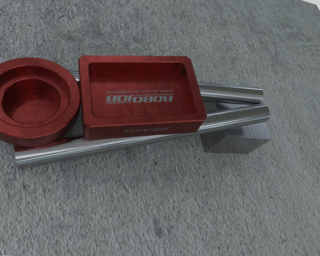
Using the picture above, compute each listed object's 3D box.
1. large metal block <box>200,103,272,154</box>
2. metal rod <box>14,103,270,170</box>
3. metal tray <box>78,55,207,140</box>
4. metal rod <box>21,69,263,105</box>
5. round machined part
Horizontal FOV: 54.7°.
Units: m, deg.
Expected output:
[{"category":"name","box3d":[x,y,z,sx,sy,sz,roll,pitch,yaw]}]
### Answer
[{"category":"large metal block","box3d":[0.103,-0.010,0.451,0.081,0.050,0.080,4,60,-27]},{"category":"metal rod","box3d":[-0.003,0.005,0.361,0.303,0.025,0.025,-10,67,-19]},{"category":"metal tray","box3d":[-0.022,-0.037,0.348,0.131,0.030,0.090,-3,63,-16]},{"category":"metal rod","box3d":[-0.013,-0.051,0.389,0.302,0.025,0.025,3,60,-12]},{"category":"round machined part","box3d":[-0.136,-0.024,0.329,0.099,0.042,0.098,7,60,-13]}]
